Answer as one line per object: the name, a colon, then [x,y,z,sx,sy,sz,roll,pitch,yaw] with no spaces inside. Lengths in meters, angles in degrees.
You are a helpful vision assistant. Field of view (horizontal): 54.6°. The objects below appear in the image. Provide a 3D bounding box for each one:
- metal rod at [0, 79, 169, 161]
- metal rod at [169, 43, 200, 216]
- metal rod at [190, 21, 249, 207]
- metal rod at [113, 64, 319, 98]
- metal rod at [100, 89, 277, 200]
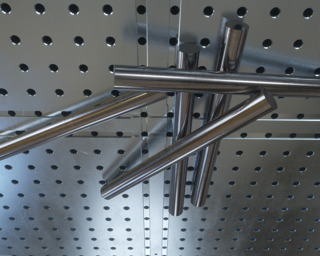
metal rod: [-0.132,0.000,0.410,0.300,0.025,0.025,-19,128,15]
metal rod: [0.029,0.027,0.434,0.025,0.025,0.298,1,130,-1]
metal rod: [0.071,0.007,0.417,0.025,0.025,0.298,2,130,-2]
metal rod: [0.101,-0.048,0.341,0.302,0.025,0.025,1,131,-13]
metal rod: [0.015,0.037,0.411,0.025,0.025,0.299,35,131,-26]
